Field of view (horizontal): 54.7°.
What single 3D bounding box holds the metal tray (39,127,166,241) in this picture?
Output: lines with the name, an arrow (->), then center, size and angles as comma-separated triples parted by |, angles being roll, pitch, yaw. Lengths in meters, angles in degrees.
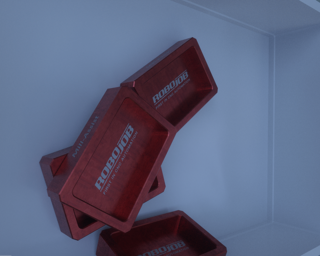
metal tray -> -0.058, 0.055, 0.355 | 0.131, 0.030, 0.089 | -21, 104, -38

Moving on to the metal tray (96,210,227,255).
metal tray -> 0.004, 0.145, 0.366 | 0.131, 0.090, 0.030 | -2, 112, -40

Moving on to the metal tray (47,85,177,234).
metal tray -> -0.044, 0.032, 0.328 | 0.090, 0.030, 0.130 | 40, 65, -33

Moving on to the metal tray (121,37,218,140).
metal tray -> 0.018, -0.053, 0.420 | 0.131, 0.030, 0.090 | -43, 116, -32
